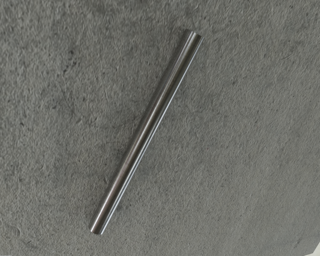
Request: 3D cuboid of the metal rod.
[{"bbox_3d":[-0.025,0.017,0.402,0.025,0.025,0.298,16,110,-35],"label":"metal rod"}]
